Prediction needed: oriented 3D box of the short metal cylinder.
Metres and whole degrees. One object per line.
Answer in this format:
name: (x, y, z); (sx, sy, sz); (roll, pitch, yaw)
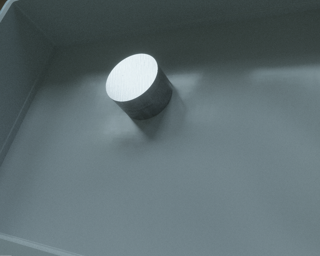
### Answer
short metal cylinder: (-0.029, -0.058, 0.442); (0.080, 0.050, 0.080); (-13, 56, 21)
